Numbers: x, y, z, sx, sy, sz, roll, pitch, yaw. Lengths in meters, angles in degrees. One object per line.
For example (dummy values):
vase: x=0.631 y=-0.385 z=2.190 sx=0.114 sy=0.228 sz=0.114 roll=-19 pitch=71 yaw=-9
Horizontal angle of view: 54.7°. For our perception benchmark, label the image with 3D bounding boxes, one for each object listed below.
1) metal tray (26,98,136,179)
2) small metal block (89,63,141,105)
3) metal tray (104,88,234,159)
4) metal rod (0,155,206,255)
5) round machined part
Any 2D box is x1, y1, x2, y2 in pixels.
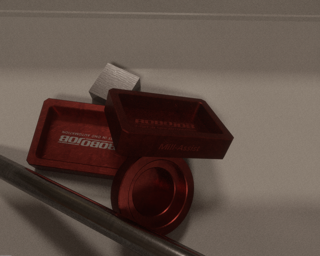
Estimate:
metal tray: x=-0.092 y=0.015 z=0.400 sx=0.131 sy=0.030 sz=0.090 roll=8 pitch=70 yaw=2
small metal block: x=-0.061 y=-0.055 z=0.429 sx=0.050 sy=0.025 sz=0.050 roll=26 pitch=72 yaw=9
metal tray: x=0.008 y=-0.005 z=0.360 sx=0.131 sy=0.030 sz=0.090 roll=4 pitch=33 yaw=-23
metal rod: x=-0.094 y=0.080 z=0.330 sx=0.301 sy=0.025 sz=0.025 roll=18 pitch=70 yaw=25
round machined part: x=-0.012 y=0.072 z=0.357 sx=0.099 sy=0.042 sz=0.097 roll=-1 pitch=92 yaw=-33
